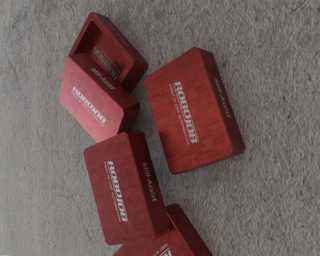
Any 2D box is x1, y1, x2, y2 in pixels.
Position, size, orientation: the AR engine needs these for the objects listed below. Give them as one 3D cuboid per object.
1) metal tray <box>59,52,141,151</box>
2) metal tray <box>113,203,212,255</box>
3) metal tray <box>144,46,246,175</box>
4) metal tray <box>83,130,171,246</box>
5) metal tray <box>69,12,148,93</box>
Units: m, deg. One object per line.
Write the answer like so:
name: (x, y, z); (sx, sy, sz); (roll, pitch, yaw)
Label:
metal tray: (-0.092, -0.036, 0.448); (0.130, 0.030, 0.089); (43, 134, 21)
metal tray: (0.000, 0.172, 0.402); (0.129, 0.030, 0.090); (-51, 61, 28)
metal tray: (0.037, -0.018, 0.371); (0.090, 0.030, 0.129); (-26, 74, 37)
metal tray: (-0.045, 0.077, 0.394); (0.090, 0.030, 0.129); (-23, 80, 37)
metal tray: (-0.084, -0.102, 0.470); (0.130, 0.030, 0.090); (52, 120, 27)
